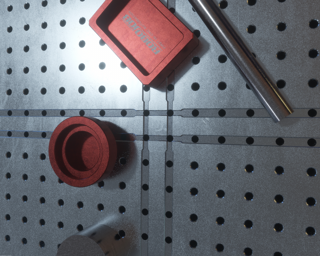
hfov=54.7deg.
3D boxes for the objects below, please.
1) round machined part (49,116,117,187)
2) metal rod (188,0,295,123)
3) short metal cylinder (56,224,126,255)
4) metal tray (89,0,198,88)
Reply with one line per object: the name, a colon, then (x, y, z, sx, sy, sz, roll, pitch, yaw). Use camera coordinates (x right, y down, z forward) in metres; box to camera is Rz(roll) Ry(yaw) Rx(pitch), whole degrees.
round machined part: (-0.104, 0.032, 0.440, 0.098, 0.042, 0.097, 0, 90, 20)
metal rod: (0.067, -0.137, 0.388, 0.025, 0.025, 0.299, -35, 79, 16)
short metal cylinder: (-0.096, 0.181, 0.433, 0.080, 0.050, 0.080, 0, 90, 20)
metal tray: (-0.024, -0.130, 0.418, 0.090, 0.030, 0.130, -45, 76, 14)
